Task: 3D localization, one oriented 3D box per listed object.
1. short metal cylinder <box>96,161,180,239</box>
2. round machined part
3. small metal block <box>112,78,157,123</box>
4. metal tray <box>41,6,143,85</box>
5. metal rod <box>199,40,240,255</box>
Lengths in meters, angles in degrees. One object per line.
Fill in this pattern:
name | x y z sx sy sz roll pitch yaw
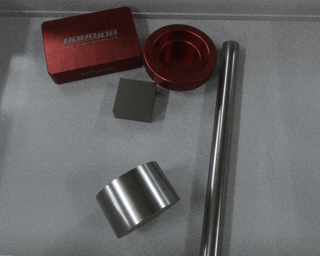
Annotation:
short metal cylinder | -0.024 0.081 0.351 0.080 0.080 0.050 -30 73 -11
round machined part | 0.026 -0.093 0.432 0.099 0.042 0.098 2 66 -4
small metal block | -0.033 -0.037 0.423 0.050 0.025 0.050 9 70 3
metal tray | -0.098 -0.121 0.450 0.131 0.030 0.090 -13 71 -5
metal rod | 0.080 0.018 0.404 0.025 0.025 0.299 9 70 3
